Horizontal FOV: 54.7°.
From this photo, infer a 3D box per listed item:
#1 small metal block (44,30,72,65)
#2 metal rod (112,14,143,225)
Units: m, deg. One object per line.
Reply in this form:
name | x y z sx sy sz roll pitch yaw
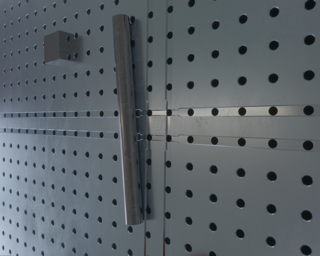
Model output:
small metal block | -0.186 -0.144 0.562 0.050 0.025 0.050 -2 89 40
metal rod | -0.047 -0.014 0.447 0.025 0.025 0.298 -7 86 40
